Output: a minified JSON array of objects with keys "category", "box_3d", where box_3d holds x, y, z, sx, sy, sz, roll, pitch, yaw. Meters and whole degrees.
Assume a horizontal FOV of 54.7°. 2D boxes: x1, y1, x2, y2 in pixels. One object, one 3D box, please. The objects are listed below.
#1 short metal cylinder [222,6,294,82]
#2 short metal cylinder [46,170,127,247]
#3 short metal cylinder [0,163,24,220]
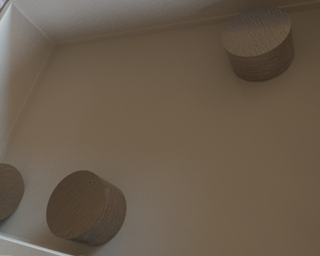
[{"category":"short metal cylinder","box_3d":[0.124,-0.105,0.389,0.080,0.050,0.080,-13,56,21]},{"category":"short metal cylinder","box_3d":[-0.088,0.098,0.376,0.080,0.050,0.080,-13,56,21]},{"category":"short metal cylinder","box_3d":[-0.247,0.090,0.445,0.050,0.080,0.080,-1,61,28]}]
